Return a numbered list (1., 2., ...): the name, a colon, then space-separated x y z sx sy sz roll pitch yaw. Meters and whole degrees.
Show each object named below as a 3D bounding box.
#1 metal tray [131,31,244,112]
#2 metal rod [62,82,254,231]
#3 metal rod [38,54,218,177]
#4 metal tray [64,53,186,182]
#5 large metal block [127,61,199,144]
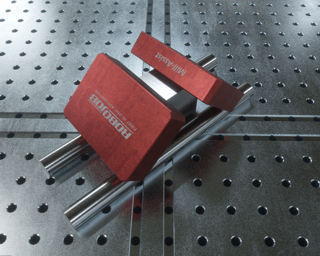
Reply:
1. metal tray: 0.035 -0.071 0.397 0.130 0.030 0.090 39 16 27
2. metal rod: 0.016 0.021 0.391 0.302 0.025 0.025 -34 58 -26
3. metal rod: -0.027 -0.031 0.433 0.302 0.025 0.025 -35 59 -26
4. metal tray: -0.045 -0.014 0.349 0.130 0.030 0.090 43 105 29
5. large metal block: 0.001 -0.028 0.394 0.080 0.080 0.050 -35 59 -26
